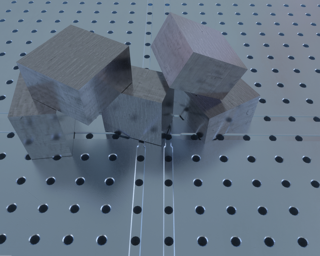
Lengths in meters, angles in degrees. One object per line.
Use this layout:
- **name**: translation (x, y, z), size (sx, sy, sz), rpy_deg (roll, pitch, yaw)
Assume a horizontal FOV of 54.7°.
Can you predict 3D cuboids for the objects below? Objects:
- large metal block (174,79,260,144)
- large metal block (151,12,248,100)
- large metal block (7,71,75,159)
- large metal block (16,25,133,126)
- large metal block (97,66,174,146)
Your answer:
- **large metal block**: translation (0.073, -0.037, 0.423), size (0.081, 0.050, 0.080), rpy_deg (-24, 54, -19)
- **large metal block**: translation (0.045, -0.086, 0.375), size (0.081, 0.050, 0.080), rpy_deg (8, 44, -32)
- **large metal block**: translation (-0.141, -0.019, 0.385), size (0.050, 0.080, 0.080), rpy_deg (-5, 50, -4)
- **large metal block**: translation (-0.088, -0.060, 0.335), size (0.080, 0.050, 0.080), rpy_deg (25, 54, 19)
- **large metal block**: translation (-0.028, -0.030, 0.396), size (0.080, 0.080, 0.050), rpy_deg (15, 52, 11)
